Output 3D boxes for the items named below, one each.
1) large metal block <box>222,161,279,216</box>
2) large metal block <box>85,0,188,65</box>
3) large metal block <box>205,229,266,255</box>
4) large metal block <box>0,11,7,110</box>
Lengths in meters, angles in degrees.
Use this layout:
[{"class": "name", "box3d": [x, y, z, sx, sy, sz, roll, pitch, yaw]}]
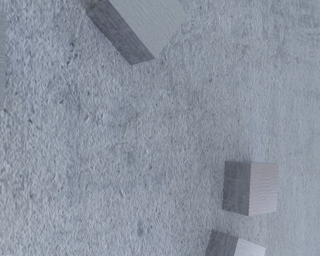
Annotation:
[{"class": "large metal block", "box3d": [0.151, 0.097, 0.515, 0.081, 0.050, 0.080, 6, 86, -40]}, {"class": "large metal block", "box3d": [-0.025, -0.135, 0.367, 0.080, 0.050, 0.080, 47, 62, -30]}, {"class": "large metal block", "box3d": [0.114, 0.213, 0.484, 0.080, 0.050, 0.080, 31, 71, -36]}, {"class": "large metal block", "box3d": [-0.172, -0.055, 0.244, 0.081, 0.050, 0.080, 2, 89, -40]}]
